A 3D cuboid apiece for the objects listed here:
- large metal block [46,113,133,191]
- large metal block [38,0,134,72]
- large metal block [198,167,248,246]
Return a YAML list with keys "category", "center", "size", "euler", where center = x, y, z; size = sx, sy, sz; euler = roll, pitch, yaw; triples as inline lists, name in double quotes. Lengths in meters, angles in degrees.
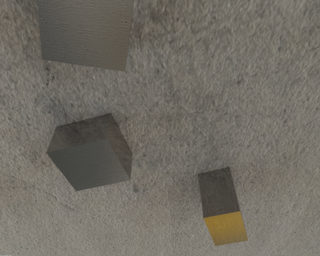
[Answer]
- category: "large metal block"
  center: [-0.090, 0.034, 0.419]
  size: [0.080, 0.050, 0.080]
  euler: [-13, 129, 10]
- category: "large metal block"
  center: [-0.068, -0.107, 0.299]
  size: [0.081, 0.050, 0.079]
  euler: [7, 130, -7]
- category: "large metal block"
  center: [0.096, 0.121, 0.476]
  size: [0.050, 0.080, 0.080]
  euler: [-14, 129, 11]
